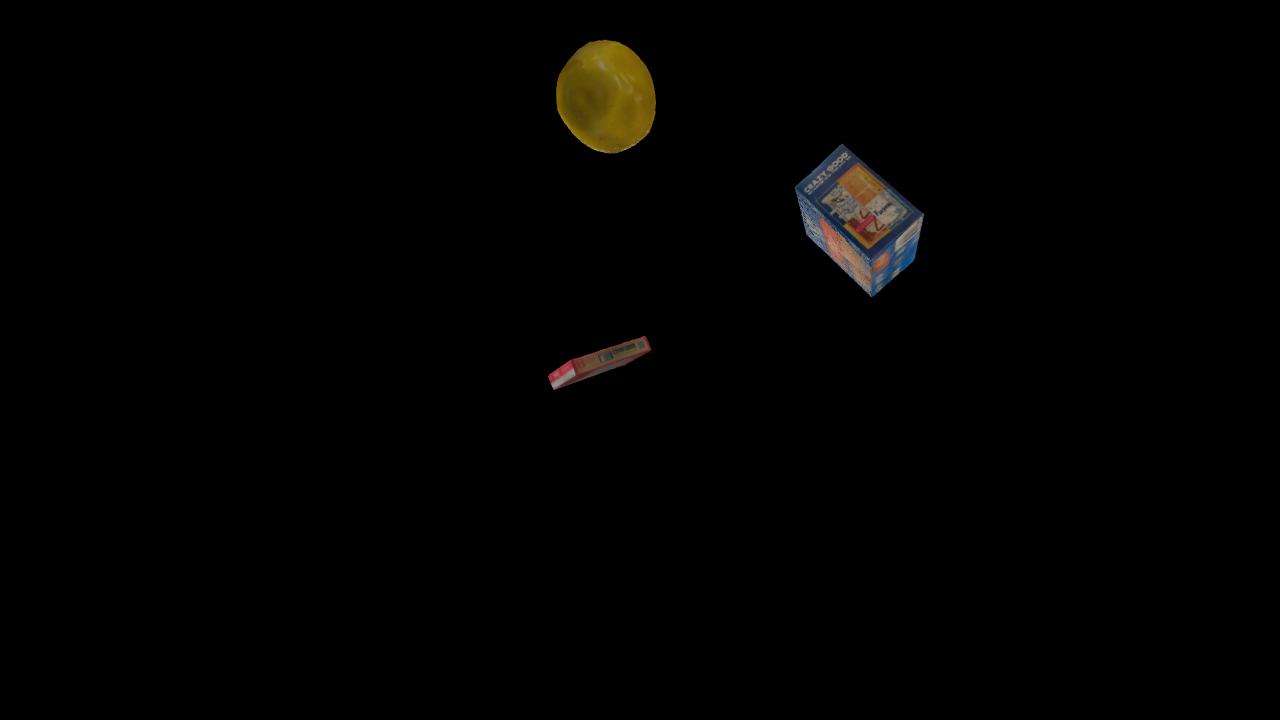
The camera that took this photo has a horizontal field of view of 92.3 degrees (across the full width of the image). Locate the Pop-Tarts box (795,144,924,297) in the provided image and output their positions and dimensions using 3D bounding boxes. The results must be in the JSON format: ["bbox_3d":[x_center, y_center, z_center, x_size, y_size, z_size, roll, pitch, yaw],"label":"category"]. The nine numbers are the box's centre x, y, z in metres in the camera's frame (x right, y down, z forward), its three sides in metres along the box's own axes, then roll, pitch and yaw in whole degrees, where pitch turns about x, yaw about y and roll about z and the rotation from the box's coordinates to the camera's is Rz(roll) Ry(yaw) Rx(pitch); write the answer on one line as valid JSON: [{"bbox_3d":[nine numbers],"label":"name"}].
[{"bbox_3d":[0.291,-0.179,0.822,0.083,0.141,0.167,-41,-21,8],"label":"Pop-Tarts box"}]

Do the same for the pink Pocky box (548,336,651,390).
[{"bbox_3d":[-0.064,0.004,0.990,0.155,0.029,0.084,-19,-6,-38],"label":"pink Pocky box"}]

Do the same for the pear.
[{"bbox_3d":[-0.017,-0.208,0.487,0.080,0.080,0.111,0,24,20],"label":"pear"}]
